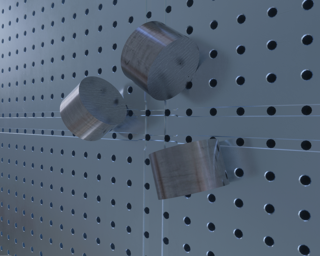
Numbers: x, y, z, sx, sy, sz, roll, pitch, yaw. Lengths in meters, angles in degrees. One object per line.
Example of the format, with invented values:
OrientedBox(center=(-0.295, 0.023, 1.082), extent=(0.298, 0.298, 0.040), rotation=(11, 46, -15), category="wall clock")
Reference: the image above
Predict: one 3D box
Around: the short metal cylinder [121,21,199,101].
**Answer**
OrientedBox(center=(0.001, -0.080, 0.371), extent=(0.050, 0.081, 0.079), rotation=(41, 115, 32), category="short metal cylinder")

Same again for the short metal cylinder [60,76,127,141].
OrientedBox(center=(-0.096, -0.028, 0.450), extent=(0.050, 0.081, 0.080), rotation=(-35, 69, 34), category="short metal cylinder")

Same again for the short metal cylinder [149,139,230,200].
OrientedBox(center=(0.032, 0.046, 0.346), extent=(0.080, 0.081, 0.050), rotation=(-21, 77, 38), category="short metal cylinder")
